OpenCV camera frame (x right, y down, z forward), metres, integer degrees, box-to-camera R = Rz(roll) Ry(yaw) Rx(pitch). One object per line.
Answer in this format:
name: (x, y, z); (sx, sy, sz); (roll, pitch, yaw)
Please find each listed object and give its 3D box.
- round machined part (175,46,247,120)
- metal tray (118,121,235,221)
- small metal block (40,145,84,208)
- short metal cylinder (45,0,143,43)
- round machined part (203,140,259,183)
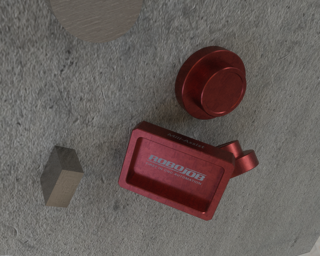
round machined part: (0.073, -0.053, 0.405); (0.099, 0.042, 0.097); (-14, 125, -21)
metal tray: (0.019, 0.055, 0.399); (0.131, 0.030, 0.089); (20, 113, 6)
small metal block: (-0.116, 0.056, 0.363); (0.025, 0.050, 0.050); (17, 109, -35)
short metal cylinder: (-0.062, -0.124, 0.281); (0.081, 0.050, 0.079); (-14, 125, -21)
round machined part: (0.089, 0.048, 0.454); (0.099, 0.098, 0.042); (-19, 86, -17)
